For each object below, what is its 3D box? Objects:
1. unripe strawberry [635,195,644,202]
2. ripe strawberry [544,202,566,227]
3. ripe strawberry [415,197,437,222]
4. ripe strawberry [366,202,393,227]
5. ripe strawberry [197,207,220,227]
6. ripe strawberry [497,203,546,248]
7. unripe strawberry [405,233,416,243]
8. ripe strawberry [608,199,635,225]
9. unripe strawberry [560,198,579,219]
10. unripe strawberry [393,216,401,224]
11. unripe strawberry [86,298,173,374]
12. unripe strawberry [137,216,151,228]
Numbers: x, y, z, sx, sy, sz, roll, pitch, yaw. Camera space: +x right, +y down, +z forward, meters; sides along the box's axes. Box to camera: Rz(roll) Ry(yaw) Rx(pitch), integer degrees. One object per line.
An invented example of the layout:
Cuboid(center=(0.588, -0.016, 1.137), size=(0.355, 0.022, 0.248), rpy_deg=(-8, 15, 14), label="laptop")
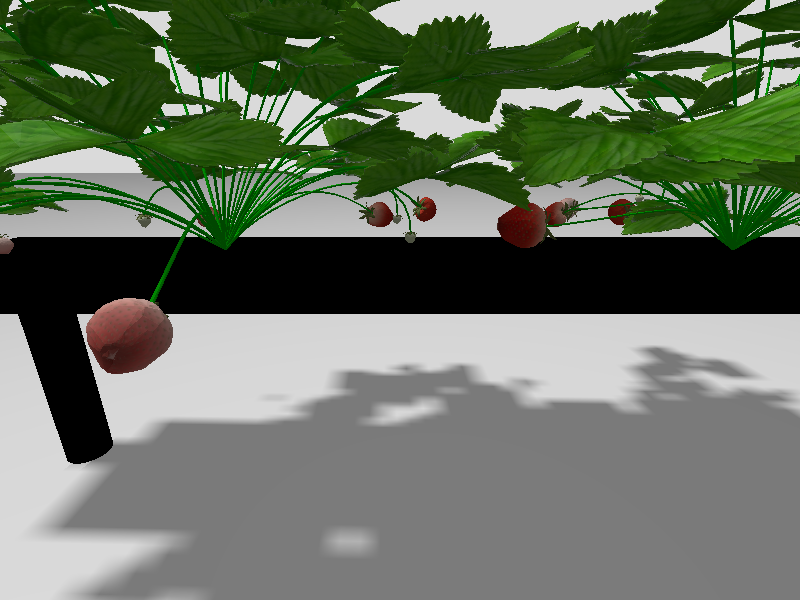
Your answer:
Cuboid(center=(0.343, -0.145, 0.573), size=(0.011, 0.011, 0.011), rpy_deg=(4, 20, 11), label="unripe strawberry")
Cuboid(center=(0.181, -0.100, 0.470), size=(0.025, 0.028, 0.027), rpy_deg=(-16, 9, -39), label="ripe strawberry")
Cuboid(center=(0.034, -0.114, 0.510), size=(0.029, 0.030, 0.026), rpy_deg=(9, 8, -45), label="ripe strawberry")
Cuboid(center=(-0.022, -0.099, 0.466), size=(0.033, 0.028, 0.033), rpy_deg=(-1, 14, -44), label="ripe strawberry")
Cuboid(center=(-0.222, -0.097, 0.467), size=(0.026, 0.023, 0.026), rpy_deg=(-10, 21, -27), label="ripe strawberry")
Cuboid(center=(0.110, -0.067, 0.364), size=(0.042, 0.041, 0.039), rpy_deg=(1, 19, 5), label="ripe strawberry")
Cuboid(center=(0.009, -0.054, 0.350), size=(0.010, 0.010, 0.009), rpy_deg=(0, 19, 1), label="unripe strawberry")
Cuboid(center=(0.273, -0.110, 0.498), size=(0.030, 0.032, 0.033), rpy_deg=(-3, 19, -8), label="ripe strawberry")
Cuboid(center=(0.222, -0.122, 0.535), size=(0.031, 0.028, 0.028), rpy_deg=(-7, 20, -20), label="unripe strawberry")
Cuboid(center=(-0.003, -0.092, 0.457), size=(0.010, 0.010, 0.009), rpy_deg=(-14, 23, -34), label="unripe strawberry")
Cuboid(center=(-0.100, 0.014, 0.147), size=(0.027, 0.028, 0.029), rpy_deg=(-5, 20, -13), label="unripe strawberry")
Cuboid(center=(-0.306, -0.094, 0.479), size=(0.015, 0.015, 0.014), rpy_deg=(40, 38, 27), label="unripe strawberry")
